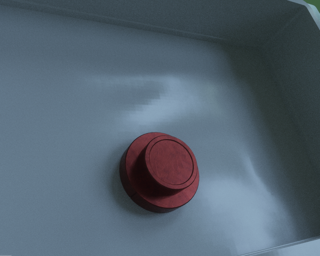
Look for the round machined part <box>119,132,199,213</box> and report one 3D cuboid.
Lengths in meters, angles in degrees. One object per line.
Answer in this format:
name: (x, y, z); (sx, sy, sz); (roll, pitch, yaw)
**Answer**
round machined part: (0.005, 0.048, 0.370); (0.099, 0.042, 0.098); (14, 56, -21)
